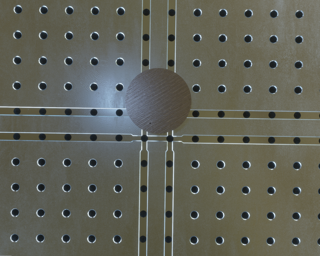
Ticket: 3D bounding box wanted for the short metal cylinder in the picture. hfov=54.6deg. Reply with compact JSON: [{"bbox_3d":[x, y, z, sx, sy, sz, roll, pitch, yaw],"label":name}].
[{"bbox_3d":[-0.002,-0.033,0.401,0.080,0.050,0.080,0,90,0],"label":"short metal cylinder"}]
